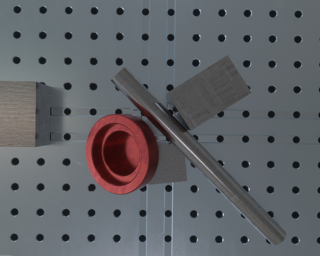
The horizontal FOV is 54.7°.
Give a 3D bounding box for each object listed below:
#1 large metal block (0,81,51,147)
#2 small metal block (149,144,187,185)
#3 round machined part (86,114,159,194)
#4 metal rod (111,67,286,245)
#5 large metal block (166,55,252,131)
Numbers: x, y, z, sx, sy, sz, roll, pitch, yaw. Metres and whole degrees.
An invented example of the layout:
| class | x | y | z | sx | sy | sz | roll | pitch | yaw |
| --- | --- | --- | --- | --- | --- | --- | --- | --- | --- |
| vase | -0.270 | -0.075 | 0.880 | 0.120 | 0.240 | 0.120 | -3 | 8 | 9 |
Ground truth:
| class | x | y | z | sx | sy | sz | roll | pitch | yaw |
| --- | --- | --- | --- | --- | --- | --- | --- | --- | --- |
| large metal block | -0.191 | -0.017 | 0.399 | 0.081 | 0.050 | 0.079 | 1 | 90 | 0 |
| small metal block | 0.008 | 0.046 | 0.413 | 0.050 | 0.025 | 0.050 | -6 | 90 | 0 |
| round machined part | -0.043 | 0.031 | 0.390 | 0.098 | 0.042 | 0.097 | 2 | 94 | 31 |
| metal rod | 0.054 | 0.041 | 0.393 | 0.025 | 0.025 | 0.300 | -45 | 98 | 0 |
| large metal block | 0.055 | -0.040 | 0.386 | 0.080 | 0.080 | 0.050 | -32 | 90 | 0 |
